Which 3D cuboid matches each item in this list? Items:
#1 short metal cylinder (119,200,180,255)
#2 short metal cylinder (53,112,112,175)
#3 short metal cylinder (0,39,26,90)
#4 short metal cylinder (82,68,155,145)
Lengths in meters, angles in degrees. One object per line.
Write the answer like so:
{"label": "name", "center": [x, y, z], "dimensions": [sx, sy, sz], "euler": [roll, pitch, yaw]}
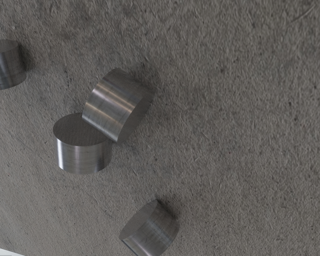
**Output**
{"label": "short metal cylinder", "center": [-0.016, 0.158, 0.478], "dimensions": [0.050, 0.080, 0.080], "euler": [47, 129, -5]}
{"label": "short metal cylinder", "center": [-0.108, 0.020, 0.441], "dimensions": [0.080, 0.080, 0.050], "euler": [20, 126, 16]}
{"label": "short metal cylinder", "center": [-0.239, -0.091, 0.442], "dimensions": [0.080, 0.080, 0.050], "euler": [13, 124, 21]}
{"label": "short metal cylinder", "center": [-0.050, -0.026, 0.381], "dimensions": [0.050, 0.080, 0.079], "euler": [33, 129, 6]}
